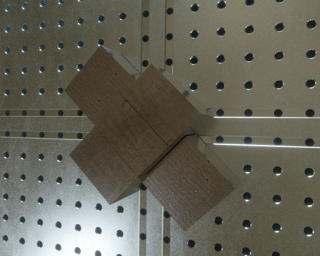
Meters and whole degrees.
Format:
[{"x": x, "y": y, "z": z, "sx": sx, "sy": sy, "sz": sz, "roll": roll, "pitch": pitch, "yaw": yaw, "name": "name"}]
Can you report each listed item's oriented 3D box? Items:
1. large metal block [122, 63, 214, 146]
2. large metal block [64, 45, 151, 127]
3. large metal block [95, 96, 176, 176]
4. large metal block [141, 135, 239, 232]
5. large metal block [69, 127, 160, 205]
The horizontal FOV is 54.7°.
[{"x": 0.014, "y": -0.026, "z": 0.378, "sx": 0.050, "sy": 0.080, "sz": 0.080, "roll": -46, "pitch": 76, "yaw": 14, "name": "large metal block"}, {"x": -0.066, "y": -0.050, "z": 0.419, "sx": 0.080, "sy": 0.050, "sz": 0.080, "roll": 47, "pitch": 105, "yaw": 13, "name": "large metal block"}, {"x": -0.021, "y": 0.009, "z": 0.390, "sx": 0.050, "sy": 0.080, "sz": 0.080, "roll": -46, "pitch": 76, "yaw": 14, "name": "large metal block"}, {"x": 0.039, "y": 0.065, "z": 0.385, "sx": 0.080, "sy": 0.050, "sz": 0.080, "roll": -46, "pitch": 76, "yaw": 15, "name": "large metal block"}, {"x": -0.054, "y": 0.044, "z": 0.402, "sx": 0.050, "sy": 0.080, "sz": 0.080, "roll": -46, "pitch": 76, "yaw": 14, "name": "large metal block"}]
